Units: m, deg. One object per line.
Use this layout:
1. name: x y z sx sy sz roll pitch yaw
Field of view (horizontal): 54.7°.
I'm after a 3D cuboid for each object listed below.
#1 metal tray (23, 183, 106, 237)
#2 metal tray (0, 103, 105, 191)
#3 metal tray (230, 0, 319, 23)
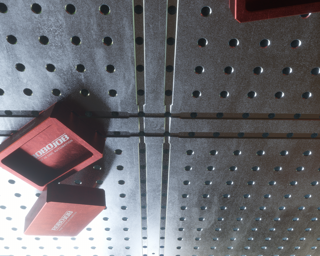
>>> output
1. metal tray: -0.156 0.137 0.500 0.091 0.030 0.129 15 136 -31
2. metal tray: -0.154 0.032 0.432 0.130 0.030 0.090 -30 124 23
3. metal tray: 0.132 -0.152 0.280 0.131 0.030 0.089 -7 130 5
